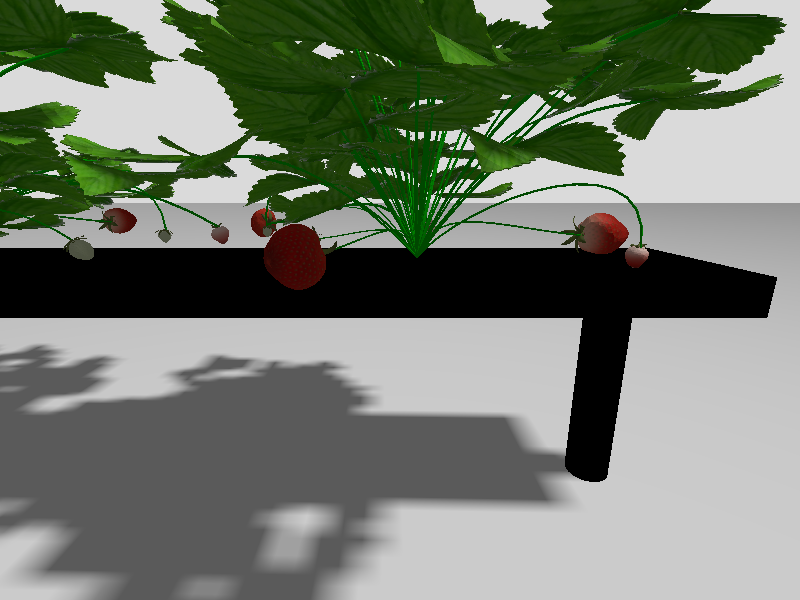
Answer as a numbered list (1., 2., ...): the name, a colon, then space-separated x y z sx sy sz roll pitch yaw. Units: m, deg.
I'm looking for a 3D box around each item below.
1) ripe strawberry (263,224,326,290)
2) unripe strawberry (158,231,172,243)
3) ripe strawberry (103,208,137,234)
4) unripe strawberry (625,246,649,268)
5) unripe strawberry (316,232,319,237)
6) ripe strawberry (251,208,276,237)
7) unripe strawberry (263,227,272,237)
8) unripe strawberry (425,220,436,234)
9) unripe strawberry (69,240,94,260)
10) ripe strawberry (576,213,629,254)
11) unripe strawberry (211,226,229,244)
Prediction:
1. ripe strawberry: -0.062 -0.024 0.231 0.033 0.038 0.036 9 18 31
2. unripe strawberry: -0.267 -0.072 0.454 0.013 0.014 0.015 -9 18 -31
3. ripe strawberry: -0.383 -0.109 0.550 0.038 0.034 0.035 4 15 14
4. unripe strawberry: 0.178 -0.032 0.303 0.016 0.016 0.015 5 16 16
5. unripe strawberry: -0.094 -0.063 0.409 0.019 0.019 0.021 8 17 29
6. ripe strawberry: -0.174 -0.098 0.507 0.034 0.036 0.031 12 19 40
7. unripe strawberry: -0.153 -0.078 0.460 0.010 0.011 0.011 10 18 33
8. unripe strawberry: 0.035 -0.093 0.520 0.022 0.024 0.024 2 1 6
9. unripe strawberry: -0.268 -0.042 0.339 0.016 0.018 0.018 -40 9 13
10. ripe strawberry: 0.182 -0.060 0.359 0.043 0.037 0.043 -1 15 -4
11. unripe strawberry: -0.203 -0.073 0.456 0.019 0.020 0.018 -27 24 -17
